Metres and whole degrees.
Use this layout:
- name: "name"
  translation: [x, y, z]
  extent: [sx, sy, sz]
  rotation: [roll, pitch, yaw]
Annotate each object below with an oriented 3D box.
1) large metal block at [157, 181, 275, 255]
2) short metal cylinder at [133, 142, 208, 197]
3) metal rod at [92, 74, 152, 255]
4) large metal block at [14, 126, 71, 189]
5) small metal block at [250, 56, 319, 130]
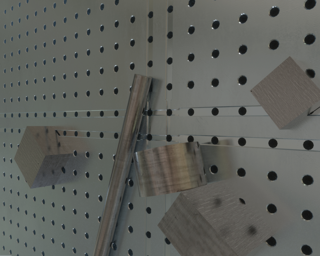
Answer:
- name: "large metal block"
  translation: [0.059, 0.107, 0.325]
  extent: [0.080, 0.081, 0.050]
  rotation: [45, 117, 30]
- name: "short metal cylinder"
  translation: [0.012, 0.048, 0.364]
  extent: [0.080, 0.081, 0.050]
  rotation: [-17, 80, 39]
- name: "metal rod"
  translation: [-0.059, 0.069, 0.458]
  extent: [0.025, 0.025, 0.298]
  rotation: [24, 105, 37]
- name: "large metal block"
  translation: [-0.219, 0.052, 0.574]
  extent: [0.080, 0.050, 0.080]
  rotation: [46, 117, 30]
- name: "small metal block"
  translation: [0.127, -0.033, 0.305]
  extent: [0.050, 0.025, 0.050]
  rotation: [-45, 63, 31]
